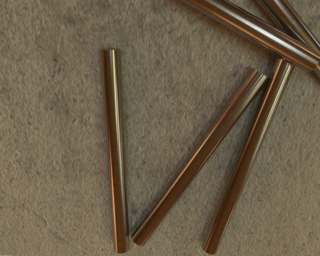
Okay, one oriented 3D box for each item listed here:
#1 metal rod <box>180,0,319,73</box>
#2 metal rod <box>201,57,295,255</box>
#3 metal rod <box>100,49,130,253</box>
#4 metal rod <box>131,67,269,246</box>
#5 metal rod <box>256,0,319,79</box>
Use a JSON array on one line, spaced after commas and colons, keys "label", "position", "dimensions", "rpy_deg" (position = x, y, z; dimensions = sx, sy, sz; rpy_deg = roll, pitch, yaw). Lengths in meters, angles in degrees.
[{"label": "metal rod", "position": [0.045, -0.145, 0.345], "dimensions": [0.301, 0.025, 0.025], "rpy_deg": [28, 108, -6]}, {"label": "metal rod", "position": [0.116, 0.052, 0.430], "dimensions": [0.025, 0.025, 0.298], "rpy_deg": [14, 109, -6]}, {"label": "metal rod", "position": [-0.059, 0.044, 0.425], "dimensions": [0.025, 0.025, 0.298], "rpy_deg": [0, 110, 0]}, {"label": "metal rod", "position": [0.046, 0.050, 0.429], "dimensions": [0.025, 0.025, 0.298], "rpy_deg": [30, 107, -11]}, {"label": "metal rod", "position": [0.215, -0.065, 0.388], "dimensions": [0.025, 0.025, 0.300], "rpy_deg": [-43, 105, 14]}]
